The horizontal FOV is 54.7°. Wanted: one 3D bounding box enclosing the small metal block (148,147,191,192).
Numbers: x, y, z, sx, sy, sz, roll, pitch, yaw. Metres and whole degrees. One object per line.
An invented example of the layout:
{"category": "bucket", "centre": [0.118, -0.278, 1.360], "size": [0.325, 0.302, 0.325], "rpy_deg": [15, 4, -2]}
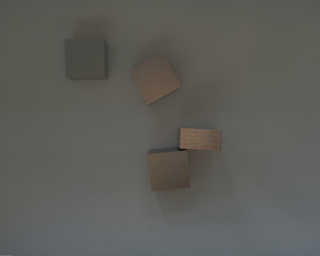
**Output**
{"category": "small metal block", "centre": [0.012, 0.053, 0.408], "size": [0.050, 0.025, 0.050], "rpy_deg": [-6, 97, 0]}

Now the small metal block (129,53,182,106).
{"category": "small metal block", "centre": [-0.006, -0.063, 0.411], "size": [0.050, 0.025, 0.050], "rpy_deg": [-29, 90, 0]}

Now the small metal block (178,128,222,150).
{"category": "small metal block", "centre": [0.050, 0.014, 0.399], "size": [0.050, 0.050, 0.025], "rpy_deg": [3, 90, 0]}

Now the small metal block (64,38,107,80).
{"category": "small metal block", "centre": [-0.097, -0.090, 0.410], "size": [0.050, 0.025, 0.050], "rpy_deg": [-1, 90, 0]}
